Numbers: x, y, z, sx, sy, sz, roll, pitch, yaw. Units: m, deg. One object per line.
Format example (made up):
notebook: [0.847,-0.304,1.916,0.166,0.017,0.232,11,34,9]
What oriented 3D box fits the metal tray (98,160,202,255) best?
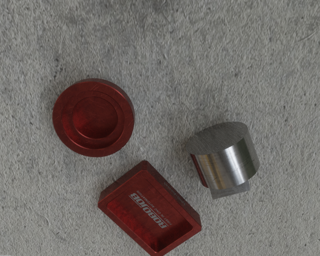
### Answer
metal tray: [-0.013,0.121,0.451,0.090,0.030,0.130,-38,106,13]

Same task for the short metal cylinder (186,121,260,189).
short metal cylinder: [0.079,0.033,0.393,0.080,0.080,0.050,-21,109,7]

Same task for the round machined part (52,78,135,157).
round machined part: [-0.081,-0.015,0.394,0.099,0.042,0.097,0,110,0]

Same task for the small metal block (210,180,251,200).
small metal block: [0.090,0.067,0.422,0.050,0.050,0.025,-16,110,5]
